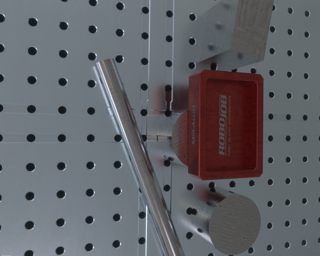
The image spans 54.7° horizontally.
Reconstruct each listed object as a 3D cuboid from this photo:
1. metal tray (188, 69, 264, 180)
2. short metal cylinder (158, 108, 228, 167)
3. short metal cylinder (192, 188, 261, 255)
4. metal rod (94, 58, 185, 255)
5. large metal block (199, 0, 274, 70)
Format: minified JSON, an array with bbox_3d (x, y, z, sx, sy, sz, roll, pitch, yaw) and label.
[{"bbox_3d":[0.083,-0.003,0.387,0.091,0.030,0.129,0,90,-21],"label":"metal tray"},{"bbox_3d":[0.044,0.012,0.416,0.081,0.050,0.079,0,90,-20],"label":"short metal cylinder"},{"bbox_3d":[0.092,0.128,0.434,0.081,0.050,0.079,0,90,-20],"label":"short metal cylinder"},{"bbox_3d":[-0.021,0.057,0.405,0.025,0.025,0.298,-22,98,-19],"label":"metal rod"},{"bbox_3d":[0.101,-0.129,0.421,0.050,0.080,0.080,12,86,-20],"label":"large metal block"}]
